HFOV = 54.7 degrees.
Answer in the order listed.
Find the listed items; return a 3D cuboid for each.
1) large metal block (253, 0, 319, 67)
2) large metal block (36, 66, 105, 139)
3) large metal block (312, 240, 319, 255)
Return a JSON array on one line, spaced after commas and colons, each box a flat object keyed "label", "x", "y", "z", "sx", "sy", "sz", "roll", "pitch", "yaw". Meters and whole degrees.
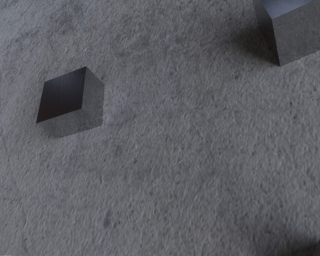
[{"label": "large metal block", "x": 0.150, "y": -0.137, "z": 0.373, "sx": 0.050, "sy": 0.080, "sz": 0.080, "roll": -22, "pitch": 54, "yaw": 15}, {"label": "large metal block", "x": -0.136, "y": -0.039, "z": 0.481, "sx": 0.080, "sy": 0.050, "sz": 0.080, "roll": -16, "pitch": 55, "yaw": 19}, {"label": "large metal block", "x": 0.151, "y": 0.116, "z": 0.218, "sx": 0.080, "sy": 0.080, "sz": 0.050, "roll": 23, "pitch": 74, "yaw": 36}]
